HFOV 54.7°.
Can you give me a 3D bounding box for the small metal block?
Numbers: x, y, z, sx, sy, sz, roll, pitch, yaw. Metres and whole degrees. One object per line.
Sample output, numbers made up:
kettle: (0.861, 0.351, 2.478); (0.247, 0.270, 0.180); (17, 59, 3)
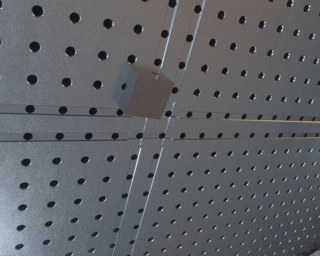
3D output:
small metal block: (-0.017, -0.041, 0.378); (0.050, 0.025, 0.050); (8, 114, -32)
